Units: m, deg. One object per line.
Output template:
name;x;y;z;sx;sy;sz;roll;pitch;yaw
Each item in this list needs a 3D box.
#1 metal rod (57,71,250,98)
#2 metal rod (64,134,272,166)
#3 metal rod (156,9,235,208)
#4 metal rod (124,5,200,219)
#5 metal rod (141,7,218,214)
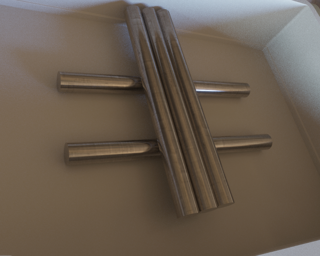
metal rod;0.010;-0.060;0.446;0.303;0.025;0.025;-2;63;-29
metal rod;0.032;0.025;0.406;0.303;0.025;0.025;-1;63;-29
metal rod;0.038;-0.042;0.417;0.025;0.025;0.299;-1;62;-29
metal rod;-0.005;-0.038;0.391;0.025;0.025;0.299;-1;62;-29
metal rod;0.017;-0.040;0.404;0.025;0.025;0.299;-1;62;-29
